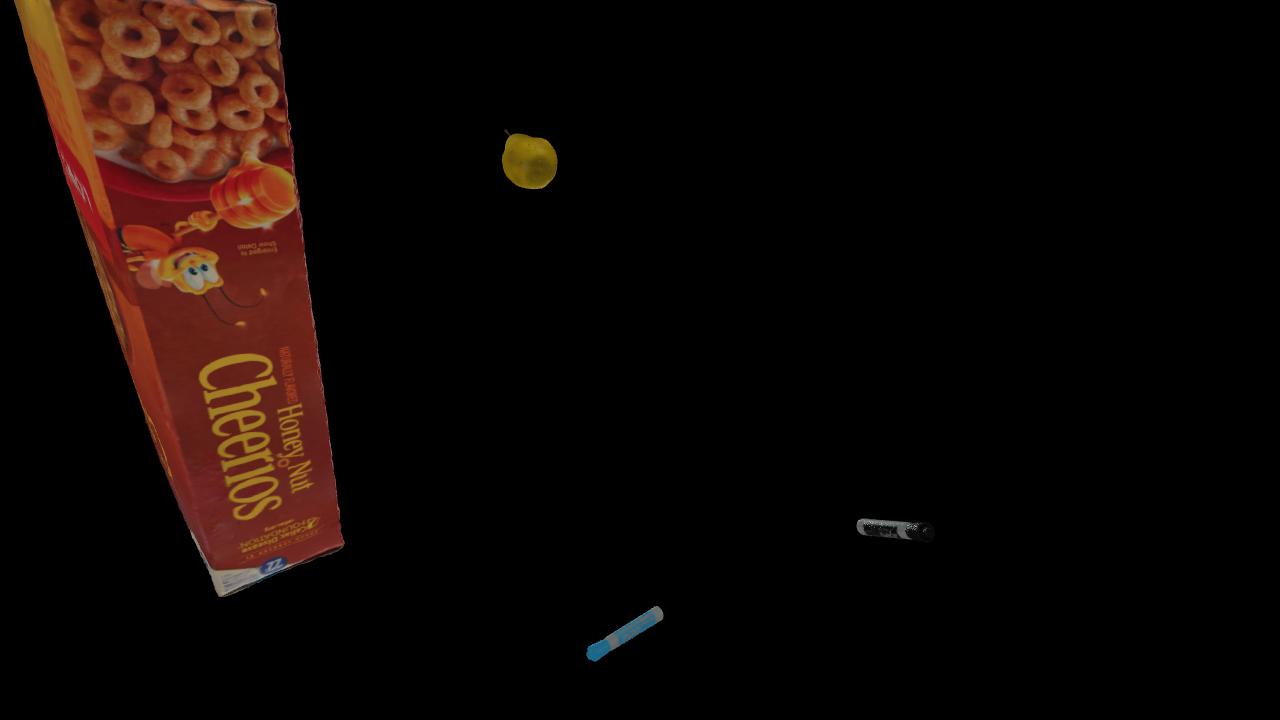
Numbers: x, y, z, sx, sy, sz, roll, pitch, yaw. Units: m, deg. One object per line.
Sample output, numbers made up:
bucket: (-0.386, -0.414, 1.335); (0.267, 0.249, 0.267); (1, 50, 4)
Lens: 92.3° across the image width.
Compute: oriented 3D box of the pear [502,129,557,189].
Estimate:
pear: (-0.166, -0.299, 0.896); (0.080, 0.111, 0.080); (-17, -39, -14)

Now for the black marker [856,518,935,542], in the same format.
black marker: (0.268, 0.179, 0.649); (0.020, 0.020, 0.121); (0, -12, -10)

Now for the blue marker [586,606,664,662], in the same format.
blue marker: (-0.018, 0.343, 0.770); (0.121, 0.020, 0.020); (-12, 8, -44)

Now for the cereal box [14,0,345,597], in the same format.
cereal box: (-0.249, -0.046, 0.343); (0.081, 0.306, 0.203); (-17, 41, -39)
